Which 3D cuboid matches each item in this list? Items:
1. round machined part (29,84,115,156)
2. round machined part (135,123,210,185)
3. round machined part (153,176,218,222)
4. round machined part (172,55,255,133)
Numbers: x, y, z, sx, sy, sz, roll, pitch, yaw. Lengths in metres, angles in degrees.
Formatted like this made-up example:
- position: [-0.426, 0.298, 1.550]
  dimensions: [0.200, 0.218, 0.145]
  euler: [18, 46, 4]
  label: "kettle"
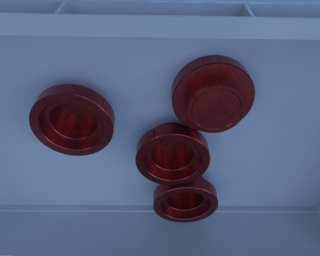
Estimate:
- position: [-0.105, -0.014, 0.385]
  dimensions: [0.099, 0.042, 0.097]
  euler: [0, 130, 0]
  label: "round machined part"
- position: [0.017, 0.031, 0.424]
  dimensions: [0.099, 0.042, 0.097]
  euler: [0, 130, 0]
  label: "round machined part"
- position: [0.039, 0.104, 0.485]
  dimensions: [0.099, 0.042, 0.097]
  euler: [-1, 134, 0]
  label: "round machined part"
- position: [0.064, -0.033, 0.368]
  dimensions: [0.099, 0.042, 0.097]
  euler: [-1, 128, -1]
  label: "round machined part"
